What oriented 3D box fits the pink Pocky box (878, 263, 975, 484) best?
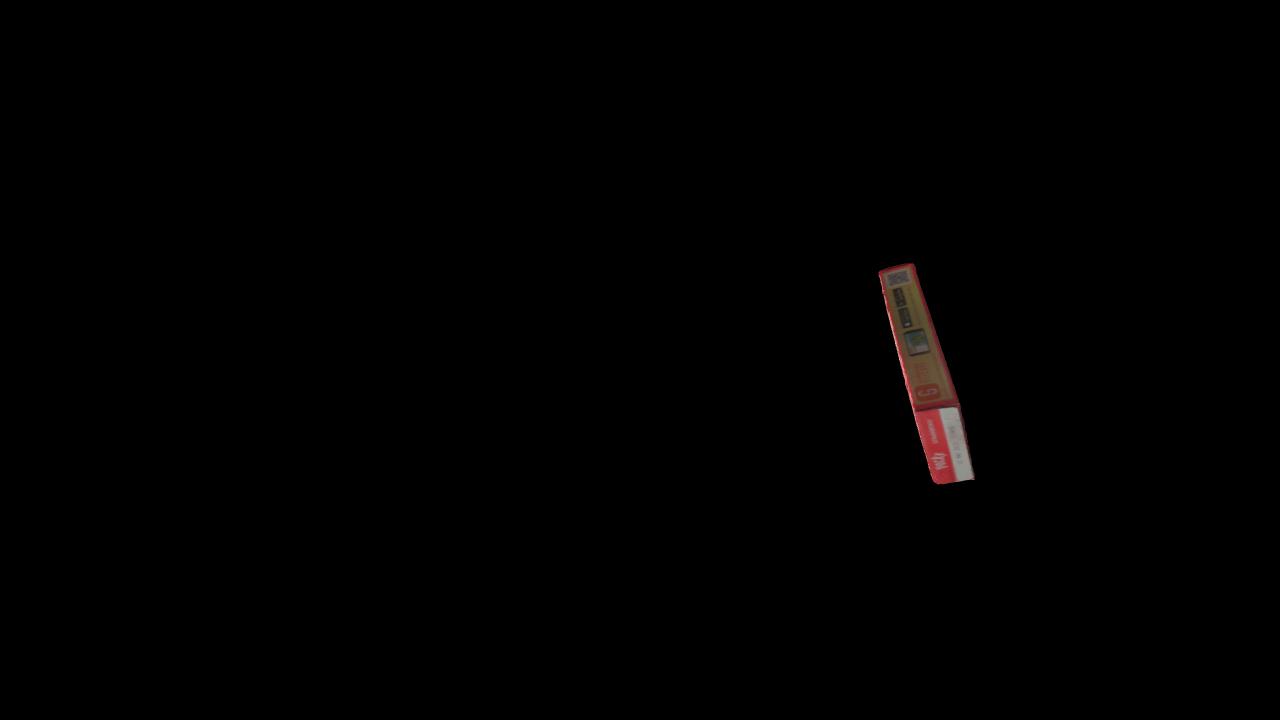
[{"bbox_3d":[0.211,0.006,0.458,0.029,0.155,0.084,-14,-50,22],"label":"pink Pocky box"}]
